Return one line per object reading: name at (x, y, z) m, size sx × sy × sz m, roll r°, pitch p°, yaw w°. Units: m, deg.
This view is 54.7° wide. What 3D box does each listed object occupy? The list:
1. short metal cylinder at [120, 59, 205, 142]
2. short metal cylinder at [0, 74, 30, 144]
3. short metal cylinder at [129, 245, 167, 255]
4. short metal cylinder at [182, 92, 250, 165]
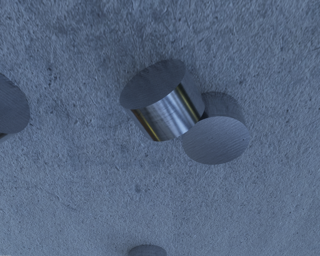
short metal cylinder at (0.003, -0.031, 0.344) m, size 0.080 × 0.080 × 0.050 m, roll -22°, pitch 127°, yaw 17°
short metal cylinder at (-0.199, -0.019, 0.353) m, size 0.050 × 0.080 × 0.080 m, roll -27°, pitch 125°, yaw 21°
short metal cylinder at (-0.025, 0.281, 0.630) m, size 0.081 × 0.050 × 0.079 m, roll 0°, pitch 130°, yaw 0°
short metal cylinder at (0.067, 0.001, 0.392) m, size 0.081 × 0.050 × 0.079 m, roll 0°, pitch 130°, yaw 0°
